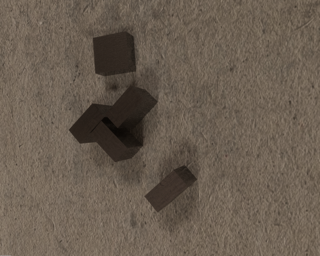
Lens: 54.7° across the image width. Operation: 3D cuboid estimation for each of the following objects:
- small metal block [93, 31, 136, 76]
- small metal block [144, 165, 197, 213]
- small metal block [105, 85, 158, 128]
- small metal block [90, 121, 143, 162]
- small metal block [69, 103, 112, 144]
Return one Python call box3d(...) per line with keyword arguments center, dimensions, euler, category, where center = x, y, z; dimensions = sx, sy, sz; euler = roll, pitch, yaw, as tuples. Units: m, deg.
box3d(center=(-0.063, -0.102, 0.430), dimensions=(0.050, 0.025, 0.050), euler=(-5, 88, 19), category="small metal block")
box3d(center=(0.015, 0.075, 0.390), dimensions=(0.050, 0.050, 0.025), euler=(-44, 77, 14), category="small metal block")
box3d(center=(-0.036, -0.026, 0.407), dimensions=(0.025, 0.050, 0.050), euler=(46, 104, 14), category="small metal block")
box3d(center=(-0.057, 0.017, 0.415), dimensions=(0.050, 0.050, 0.025), euler=(45, 104, 14), category="small metal block")
box3d(center=(-0.087, -0.006, 0.425), dimensions=(0.050, 0.050, 0.025), euler=(-45, 76, 14), category="small metal block")
